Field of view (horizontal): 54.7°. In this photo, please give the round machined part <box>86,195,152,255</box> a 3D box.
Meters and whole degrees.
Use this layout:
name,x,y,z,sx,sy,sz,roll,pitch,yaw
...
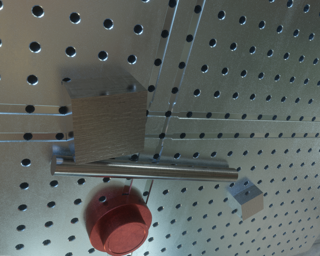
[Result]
name,x,y,z,sx,sy,sz,roll,pitch,yaw
round machined part,-0.057,0.152,0.465,0.099,0.042,0.097,-14,125,-21

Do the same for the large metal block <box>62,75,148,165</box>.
name,x,y,z,sx,sy,sz,roll,pitch,yaw
large metal block,-0.063,-0.012,0.354,0.081,0.050,0.079,-9,123,-24

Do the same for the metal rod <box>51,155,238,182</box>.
name,x,y,z,sx,sy,sz,roll,pitch,yaw
metal rod,-0.001,0.063,0.451,0.302,0.025,0.025,8,114,-33

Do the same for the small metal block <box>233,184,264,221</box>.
name,x,y,z,sx,sy,sz,roll,pitch,yaw
small metal block,0.171,0.145,0.597,0.050,0.025,0.050,-25,128,-13
